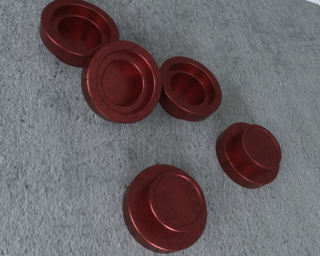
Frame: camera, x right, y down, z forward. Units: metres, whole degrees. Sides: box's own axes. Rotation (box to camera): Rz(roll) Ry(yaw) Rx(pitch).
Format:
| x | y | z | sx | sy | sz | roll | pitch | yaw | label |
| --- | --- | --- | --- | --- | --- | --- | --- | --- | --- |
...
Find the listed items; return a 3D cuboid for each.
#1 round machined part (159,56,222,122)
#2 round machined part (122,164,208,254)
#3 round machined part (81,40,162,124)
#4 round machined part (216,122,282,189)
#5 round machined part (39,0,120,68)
| x | y | z | sx | sy | sz | roll | pitch | yaw | label |
| --- | --- | --- | --- | --- | --- | --- | --- | --- | --- |
| 0.035 | -0.051 | 0.443 | 0.099 | 0.042 | 0.098 | 14 | 56 | -21 | round machined part |
| 0.011 | 0.086 | 0.347 | 0.099 | 0.042 | 0.098 | 14 | 56 | -21 | round machined part |
| -0.050 | -0.054 | 0.381 | 0.099 | 0.042 | 0.097 | -1 | 92 | -34 | round machined part |
| 0.133 | 0.034 | 0.444 | 0.099 | 0.042 | 0.098 | 14 | 56 | -21 | round machined part |
| -0.107 | -0.119 | 0.408 | 0.099 | 0.042 | 0.098 | 14 | 56 | -21 | round machined part |
